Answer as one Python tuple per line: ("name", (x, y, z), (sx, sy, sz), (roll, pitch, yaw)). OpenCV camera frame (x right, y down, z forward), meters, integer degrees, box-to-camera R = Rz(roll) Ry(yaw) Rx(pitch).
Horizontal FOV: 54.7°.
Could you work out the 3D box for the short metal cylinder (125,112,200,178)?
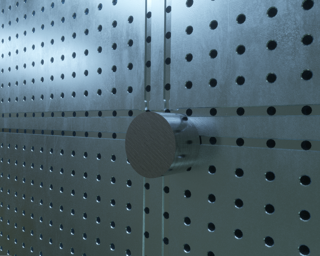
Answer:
("short metal cylinder", (0.003, 0.020, 0.389), (0.080, 0.050, 0.079), (0, 90, 39))
